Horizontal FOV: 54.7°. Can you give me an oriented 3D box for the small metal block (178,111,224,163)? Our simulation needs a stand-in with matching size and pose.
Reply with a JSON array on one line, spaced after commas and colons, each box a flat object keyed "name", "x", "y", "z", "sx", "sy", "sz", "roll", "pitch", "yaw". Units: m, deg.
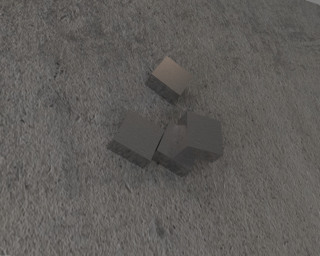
[{"name": "small metal block", "x": 0.050, "y": 0.012, "z": 0.392, "sx": 0.050, "sy": 0.025, "sz": 0.050, "roll": 15, "pitch": 56, "yaw": -20}]

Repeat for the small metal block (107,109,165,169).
[{"name": "small metal block", "x": -0.029, "y": 0.013, "z": 0.380, "sx": 0.050, "sy": 0.025, "sz": 0.050, "roll": 31, "pitch": 52, "yaw": -8}]

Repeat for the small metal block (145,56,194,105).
[{"name": "small metal block", "x": 0.014, "y": -0.070, "z": 0.454, "sx": 0.050, "sy": 0.025, "sz": 0.050, "roll": 37, "pitch": 51, "yaw": -4}]

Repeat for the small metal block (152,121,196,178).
[{"name": "small metal block", "x": 0.021, "y": 0.027, "z": 0.398, "sx": 0.050, "sy": 0.025, "sz": 0.050, "roll": 31, "pitch": 52, "yaw": -8}]
